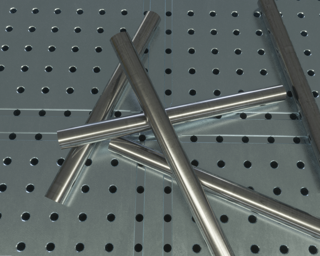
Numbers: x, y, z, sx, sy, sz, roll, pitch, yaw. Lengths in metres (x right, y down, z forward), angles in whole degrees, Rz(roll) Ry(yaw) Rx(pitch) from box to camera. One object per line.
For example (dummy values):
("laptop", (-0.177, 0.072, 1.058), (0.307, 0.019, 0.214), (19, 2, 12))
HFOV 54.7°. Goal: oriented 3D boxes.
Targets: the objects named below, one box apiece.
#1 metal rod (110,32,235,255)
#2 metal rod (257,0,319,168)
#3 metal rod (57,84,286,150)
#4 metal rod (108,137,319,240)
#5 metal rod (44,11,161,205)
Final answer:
("metal rod", (0.014, 0.023, 0.368), (0.025, 0.025, 0.299), (-25, 85, -9))
("metal rod", (0.195, -0.063, 0.436), (0.025, 0.025, 0.299), (-10, 70, -4))
("metal rod", (0.024, -0.017, 0.403), (0.302, 0.025, 0.025), (-12, 71, -11))
("metal rod", (0.077, 0.074, 0.385), (0.301, 0.025, 0.025), (22, 71, 7))
("metal rod", (-0.070, -0.041, 0.425), (0.025, 0.025, 0.300), (22, 71, 7))
